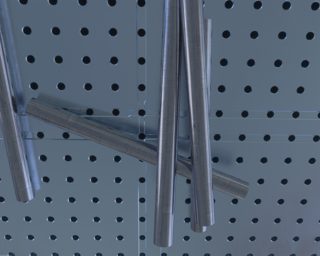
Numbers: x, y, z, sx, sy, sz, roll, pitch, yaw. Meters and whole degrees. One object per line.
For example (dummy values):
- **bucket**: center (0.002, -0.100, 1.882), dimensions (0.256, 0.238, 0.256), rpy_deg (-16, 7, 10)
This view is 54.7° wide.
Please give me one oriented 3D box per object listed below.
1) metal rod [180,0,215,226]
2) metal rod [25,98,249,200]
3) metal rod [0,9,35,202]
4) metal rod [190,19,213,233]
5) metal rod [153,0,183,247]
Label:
- **metal rod**: center (0.045, -0.027, 0.364), dimensions (0.025, 0.025, 0.298), rpy_deg (-5, 101, 1)
- **metal rod**: center (-0.028, 0.028, 0.406), dimensions (0.301, 0.025, 0.025), rpy_deg (22, 109, -2)
- **metal rod**: center (-0.197, -0.040, 0.395), dimensions (0.025, 0.025, 0.298), rpy_deg (-1, 110, 0)
- **metal rod**: center (0.054, 0.011, 0.418), dimensions (0.025, 0.025, 0.298), rpy_deg (-2, 110, 0)
- **metal rod**: center (0.010, -0.003, 0.375), dimensions (0.025, 0.025, 0.298), rpy_deg (2, 96, -1)
